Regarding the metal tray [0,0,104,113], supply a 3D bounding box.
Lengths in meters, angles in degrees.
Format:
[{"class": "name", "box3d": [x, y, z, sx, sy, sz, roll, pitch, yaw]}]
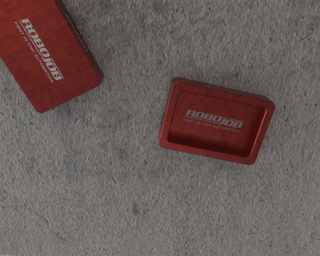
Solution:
[{"class": "metal tray", "box3d": [-0.139, -0.094, 0.371, 0.090, 0.030, 0.130, -25, 109, 8]}]

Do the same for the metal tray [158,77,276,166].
[{"class": "metal tray", "box3d": [0.071, -0.008, 0.404, 0.131, 0.030, 0.089, 12, 110, -5]}]
